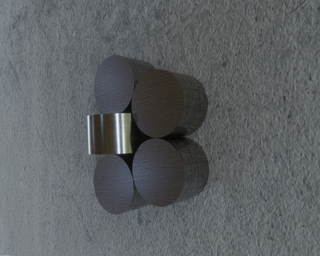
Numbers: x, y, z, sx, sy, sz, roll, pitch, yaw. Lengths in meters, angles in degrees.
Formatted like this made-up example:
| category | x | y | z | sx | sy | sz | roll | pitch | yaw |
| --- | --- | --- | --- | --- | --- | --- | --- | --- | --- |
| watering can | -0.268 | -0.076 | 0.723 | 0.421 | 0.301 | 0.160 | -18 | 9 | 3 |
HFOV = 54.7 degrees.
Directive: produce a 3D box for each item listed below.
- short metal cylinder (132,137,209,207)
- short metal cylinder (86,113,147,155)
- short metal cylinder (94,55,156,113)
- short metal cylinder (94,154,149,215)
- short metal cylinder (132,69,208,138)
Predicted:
| category | x | y | z | sx | sy | sz | roll | pitch | yaw |
| --- | --- | --- | --- | --- | --- | --- | --- | --- | --- |
| short metal cylinder | 0.012 | 0.051 | 0.379 | 0.080 | 0.050 | 0.080 | 1 | 91 | 41 |
| short metal cylinder | -0.058 | 0.008 | 0.419 | 0.080 | 0.081 | 0.050 | -4 | 88 | 40 |
| short metal cylinder | -0.046 | -0.057 | 0.428 | 0.080 | 0.050 | 0.080 | 0 | 91 | 41 |
| short metal cylinder | -0.047 | 0.074 | 0.429 | 0.080 | 0.050 | 0.080 | 0 | 91 | 41 |
| short metal cylinder | 0.011 | -0.029 | 0.380 | 0.080 | 0.050 | 0.080 | 1 | 91 | 40 |
